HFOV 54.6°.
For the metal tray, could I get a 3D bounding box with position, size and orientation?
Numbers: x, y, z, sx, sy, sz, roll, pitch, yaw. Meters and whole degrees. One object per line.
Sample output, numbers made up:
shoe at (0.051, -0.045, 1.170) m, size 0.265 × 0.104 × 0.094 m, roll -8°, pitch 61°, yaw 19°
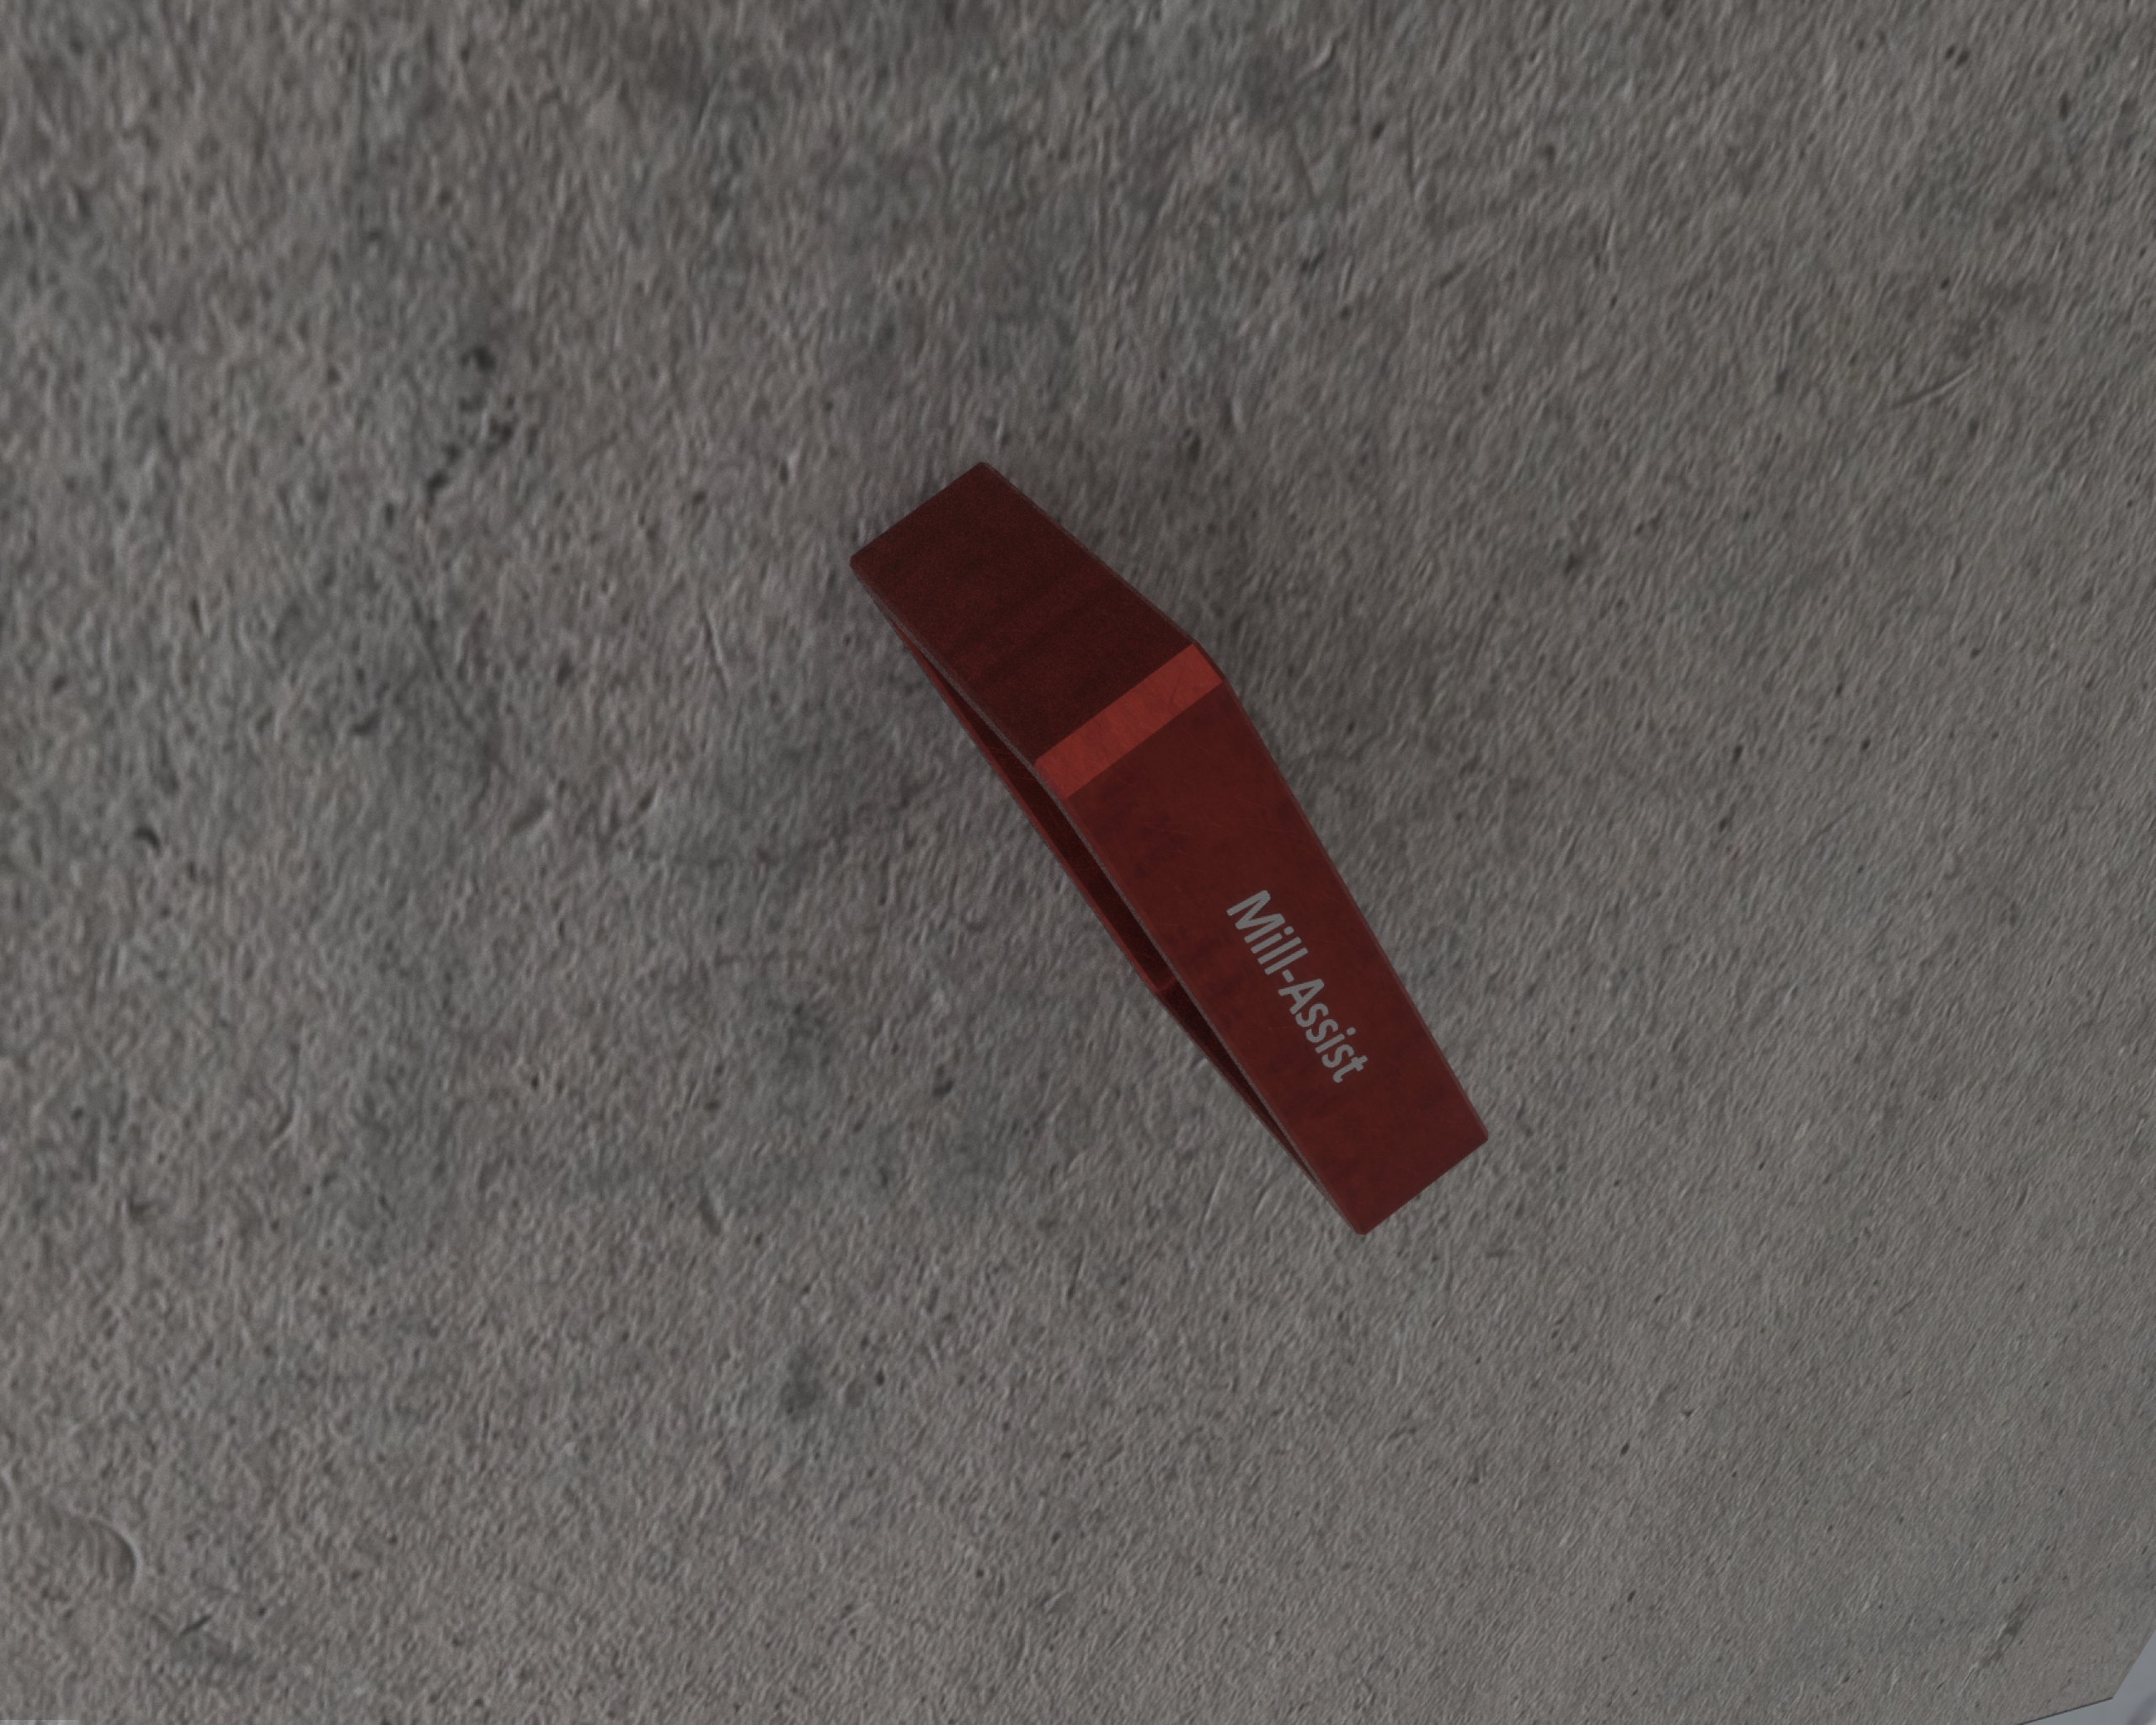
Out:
metal tray at (0.017, -0.001, 0.372) m, size 0.030 × 0.090 × 0.130 m, roll -37°, pitch 129°, yaw -3°
